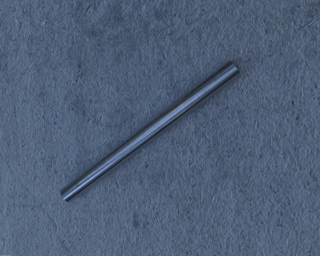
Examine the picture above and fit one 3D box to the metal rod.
[{"bbox_3d":[-0.023,0.013,0.419,0.300,0.025,0.025,-37,78,16],"label":"metal rod"}]
